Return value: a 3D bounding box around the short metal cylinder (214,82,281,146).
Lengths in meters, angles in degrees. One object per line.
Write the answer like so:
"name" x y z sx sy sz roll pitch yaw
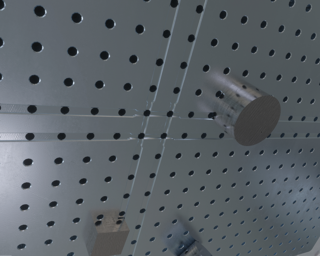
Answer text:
"short metal cylinder" 0.126 -0.021 0.452 0.081 0.050 0.079 -14 124 -21

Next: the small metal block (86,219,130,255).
"small metal block" -0.080 0.168 0.472 0.050 0.025 0.050 6 116 -31

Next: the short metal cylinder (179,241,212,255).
"short metal cylinder" 0.075 0.261 0.578 0.050 0.080 0.080 -44 130 2
